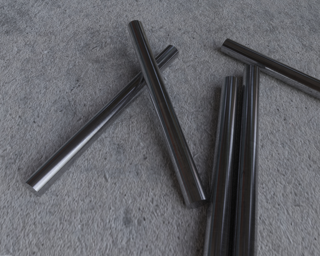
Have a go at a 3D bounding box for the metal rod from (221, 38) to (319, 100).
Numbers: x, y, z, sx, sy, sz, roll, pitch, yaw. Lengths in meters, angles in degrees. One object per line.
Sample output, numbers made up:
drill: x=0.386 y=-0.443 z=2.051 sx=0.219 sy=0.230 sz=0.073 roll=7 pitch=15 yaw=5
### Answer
metal rod: x=0.223 y=-0.063 z=0.456 sx=0.300 sy=0.025 sz=0.025 roll=34 pitch=58 yaw=25

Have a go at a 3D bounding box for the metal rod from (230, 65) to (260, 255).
metal rod: x=0.109 y=0.025 z=0.382 sx=0.025 sy=0.025 sz=0.300 roll=10 pitch=51 yaw=8

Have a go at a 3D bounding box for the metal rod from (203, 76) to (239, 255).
metal rod: x=0.075 y=0.045 z=0.365 sx=0.025 sy=0.025 sz=0.300 roll=9 pitch=50 yaw=7

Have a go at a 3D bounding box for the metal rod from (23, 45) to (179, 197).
metal rod: x=-0.061 y=-0.028 z=0.426 sx=0.025 sy=0.025 sz=0.301 roll=26 pitch=55 yaw=20

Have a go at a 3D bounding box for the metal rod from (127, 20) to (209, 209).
metal rod: x=0.001 y=-0.039 z=0.412 sx=0.025 sy=0.025 sz=0.299 roll=-12 pitch=58 yaw=-10
